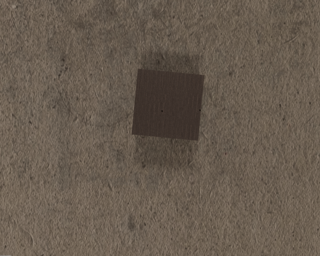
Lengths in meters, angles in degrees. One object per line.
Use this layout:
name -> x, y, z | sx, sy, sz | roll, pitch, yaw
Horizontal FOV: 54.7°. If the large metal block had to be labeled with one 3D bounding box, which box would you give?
large metal block -> 0.010, -0.028, 0.398 | 0.081, 0.050, 0.079 | 5, 90, -1
